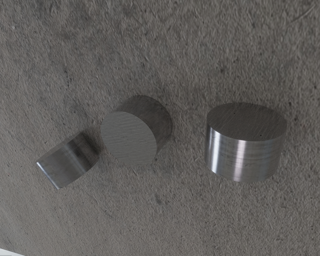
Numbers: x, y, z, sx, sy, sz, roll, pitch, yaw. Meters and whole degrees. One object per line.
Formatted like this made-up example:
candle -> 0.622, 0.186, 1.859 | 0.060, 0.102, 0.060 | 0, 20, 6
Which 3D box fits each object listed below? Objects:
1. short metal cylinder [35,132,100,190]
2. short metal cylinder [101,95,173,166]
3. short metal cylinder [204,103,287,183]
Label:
short metal cylinder -> -0.141, 0.049, 0.476 | 0.080, 0.080, 0.050 | -24, 106, 36
short metal cylinder -> -0.030, 0.003, 0.408 | 0.080, 0.050, 0.079 | 13, 124, 21
short metal cylinder -> 0.089, 0.013, 0.332 | 0.080, 0.080, 0.050 | 13, 124, 21
